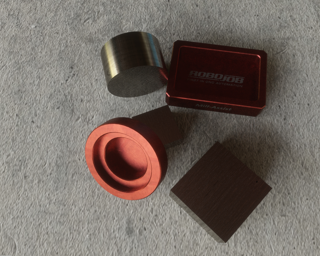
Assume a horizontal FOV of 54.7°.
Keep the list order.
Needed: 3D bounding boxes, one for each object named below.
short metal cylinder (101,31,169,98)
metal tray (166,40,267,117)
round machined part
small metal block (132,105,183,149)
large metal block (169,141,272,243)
[{"bbox_3d":[-0.034,-0.081,0.408,0.081,0.080,0.050,-13,71,-5],"label":"short metal cylinder"},{"bbox_3d":[0.078,-0.070,0.431,0.131,0.030,0.090,8,70,2],"label":"metal tray"},{"bbox_3d":[-0.036,0.033,0.368,0.098,0.097,0.042,31,30,10],"label":"round machined part"},{"bbox_3d":[-0.004,0.004,0.407,0.050,0.025,0.050,-20,71,-7],"label":"small metal block"},{"bbox_3d":[0.068,0.076,0.368,0.080,0.050,0.080,42,75,14],"label":"large metal block"}]
